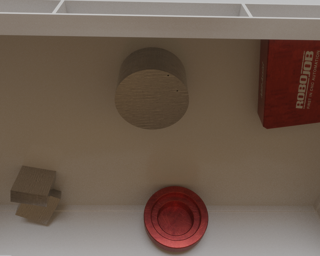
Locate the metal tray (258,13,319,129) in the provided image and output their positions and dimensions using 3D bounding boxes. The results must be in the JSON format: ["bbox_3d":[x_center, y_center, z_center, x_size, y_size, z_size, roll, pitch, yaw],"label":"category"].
[{"bbox_3d":[0.164,-0.061,0.356,0.090,0.030,0.129,-8,130,6],"label":"metal tray"}]

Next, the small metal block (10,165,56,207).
[{"bbox_3d":[-0.188,0.086,0.463,0.050,0.050,0.025,12,125,-10],"label":"small metal block"}]

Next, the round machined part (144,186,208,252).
[{"bbox_3d":[0.024,0.145,0.487,0.099,0.098,0.042,1,143,-2],"label":"round machined part"}]

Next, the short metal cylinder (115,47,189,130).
[{"bbox_3d":[-0.009,-0.045,0.355,0.081,0.050,0.079,0,130,0],"label":"short metal cylinder"}]

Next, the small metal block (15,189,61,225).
[{"bbox_3d":[-0.194,0.120,0.496,0.050,0.025,0.050,27,99,-21],"label":"small metal block"}]
